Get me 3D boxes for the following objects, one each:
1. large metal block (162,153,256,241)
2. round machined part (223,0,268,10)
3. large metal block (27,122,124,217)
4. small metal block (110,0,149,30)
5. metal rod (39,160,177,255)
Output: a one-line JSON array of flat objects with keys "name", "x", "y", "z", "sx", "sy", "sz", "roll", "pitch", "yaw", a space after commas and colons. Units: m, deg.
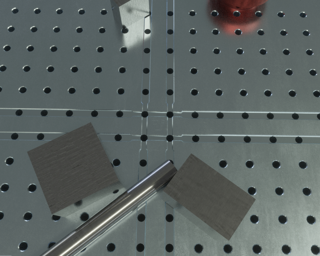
[{"name": "large metal block", "x": 0.050, "y": 0.082, "z": 0.353, "sx": 0.080, "sy": 0.080, "sz": 0.050, "roll": 36, "pitch": 74, "yaw": 12}, {"name": "round machined part", "x": 0.131, "y": -0.228, "z": 0.487, "sx": 0.099, "sy": 0.042, "sz": 0.098, "roll": 0, "pitch": 70, "yaw": 0}, {"name": "large metal block", "x": -0.100, "y": 0.052, "z": 0.379, "sx": 0.080, "sy": 0.050, "sz": 0.080, "roll": -26, "pitch": 72, "yaw": -9}, {"name": "small metal block", "x": -0.045, "y": -0.184, "z": 0.465, "sx": 0.050, "sy": 0.050, "sz": 0.025, "roll": -34, "pitch": 74, "yaw": -12}, {"name": "metal rod", "x": -0.103, "y": 0.136, "z": 0.361, "sx": 0.301, "sy": 0.025, "sz": 0.025, "roll": -36, "pitch": 74, "yaw": -12}]
